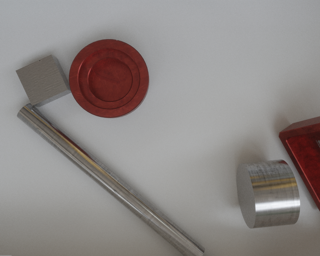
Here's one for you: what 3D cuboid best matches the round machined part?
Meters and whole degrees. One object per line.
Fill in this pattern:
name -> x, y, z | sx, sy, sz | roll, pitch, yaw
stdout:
round machined part -> -0.063, -0.061, 0.402 | 0.099, 0.042, 0.097 | 0, 90, -1

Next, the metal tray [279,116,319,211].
metal tray -> 0.215, 0.049, 0.379 | 0.030, 0.090, 0.130 | -29, 90, -23

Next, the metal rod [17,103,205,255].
metal rod -> -0.064, 0.073, 0.410 | 0.300, 0.025, 0.025 | 40, 90, -1

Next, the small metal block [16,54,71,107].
small metal block -> -0.152, -0.061, 0.409 | 0.050, 0.025, 0.050 | -25, 90, -1

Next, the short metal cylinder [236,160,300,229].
short metal cylinder -> 0.131, 0.081, 0.386 | 0.050, 0.080, 0.079 | -6, 90, 0
